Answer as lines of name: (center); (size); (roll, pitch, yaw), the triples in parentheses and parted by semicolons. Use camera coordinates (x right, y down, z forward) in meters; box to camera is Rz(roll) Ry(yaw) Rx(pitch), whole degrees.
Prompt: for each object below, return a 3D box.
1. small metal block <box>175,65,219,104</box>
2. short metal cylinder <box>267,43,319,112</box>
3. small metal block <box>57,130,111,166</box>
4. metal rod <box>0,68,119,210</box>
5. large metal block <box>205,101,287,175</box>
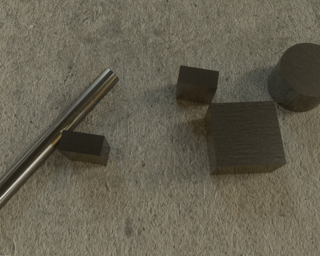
small metal block: (0.049, -0.057, 0.416); (0.050, 0.050, 0.025); (10, 71, 3)
short metal cylinder: (0.195, -0.068, 0.422); (0.081, 0.050, 0.080); (0, 70, 0)
small metal block: (-0.092, 0.026, 0.384); (0.050, 0.050, 0.025); (8, 70, 2)
metal rod: (-0.158, 0.037, 0.392); (0.025, 0.025, 0.300); (36, 73, 12)
large metal block: (0.103, 0.014, 0.391); (0.081, 0.050, 0.080); (-2, 70, -1)
